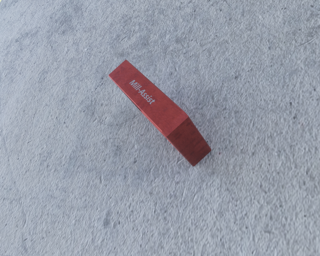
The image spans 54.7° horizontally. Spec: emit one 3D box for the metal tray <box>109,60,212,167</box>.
[{"bbox_3d":[-0.001,-0.019,0.375,0.030,0.090,0.130,-43,51,-1],"label":"metal tray"}]
